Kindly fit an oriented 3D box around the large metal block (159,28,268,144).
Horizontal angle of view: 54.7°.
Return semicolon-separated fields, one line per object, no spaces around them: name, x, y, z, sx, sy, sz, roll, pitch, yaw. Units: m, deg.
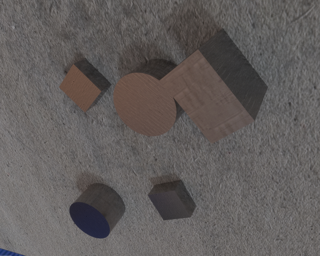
large metal block;0.058;-0.045;0.313;0.050;0.080;0.080;-34;99;38

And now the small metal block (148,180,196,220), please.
small metal block;0.018;0.109;0.465;0.050;0.025;0.050;-19;109;35

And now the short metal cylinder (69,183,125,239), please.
short metal cylinder;-0.108;0.143;0.536;0.080;0.050;0.079;13;124;21

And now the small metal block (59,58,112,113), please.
small metal block;-0.103;-0.058;0.425;0.050;0.025;0.050;45;129;-3

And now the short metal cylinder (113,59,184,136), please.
short metal cylinder;-0.008;-0.037;0.372;0.080;0.050;0.079;13;124;21
